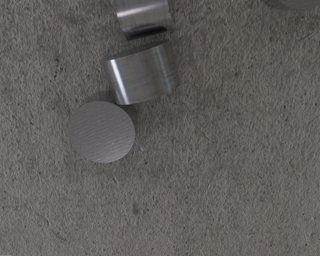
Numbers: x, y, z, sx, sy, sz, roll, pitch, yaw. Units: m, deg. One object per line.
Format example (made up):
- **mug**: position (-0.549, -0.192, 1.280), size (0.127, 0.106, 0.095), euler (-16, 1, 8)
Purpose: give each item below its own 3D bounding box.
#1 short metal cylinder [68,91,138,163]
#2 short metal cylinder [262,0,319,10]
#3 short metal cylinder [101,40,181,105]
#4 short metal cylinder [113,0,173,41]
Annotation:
- **short metal cylinder**: position (-0.070, -0.002, 0.395), size (0.081, 0.050, 0.079), euler (0, 110, 0)
- **short metal cylinder**: position (0.149, -0.171, 0.335), size (0.081, 0.050, 0.079), euler (0, 110, 0)
- **short metal cylinder**: position (-0.021, -0.065, 0.356), size (0.080, 0.080, 0.050), euler (-16, 109, 5)
- **short metal cylinder**: position (-0.020, -0.138, 0.329), size (0.050, 0.080, 0.080), euler (-12, 110, 4)
